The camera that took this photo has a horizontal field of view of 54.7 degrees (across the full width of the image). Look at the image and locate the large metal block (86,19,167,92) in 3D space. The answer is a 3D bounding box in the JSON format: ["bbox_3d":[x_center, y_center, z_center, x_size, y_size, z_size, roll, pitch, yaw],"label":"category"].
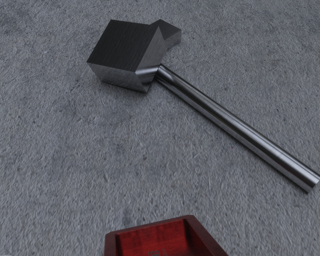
[{"bbox_3d":[-0.046,-0.107,0.455,0.080,0.050,0.080,16,70,23],"label":"large metal block"}]

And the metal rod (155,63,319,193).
[{"bbox_3d":[0.076,-0.021,0.421,0.025,0.025,0.300,-35,58,-26],"label":"metal rod"}]

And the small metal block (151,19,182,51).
[{"bbox_3d":[0.001,-0.159,0.537,0.050,0.025,0.050,36,59,26],"label":"small metal block"}]

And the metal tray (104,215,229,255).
[{"bbox_3d":[0.002,0.112,0.249,0.091,0.130,0.030,-10,92,-8],"label":"metal tray"}]
